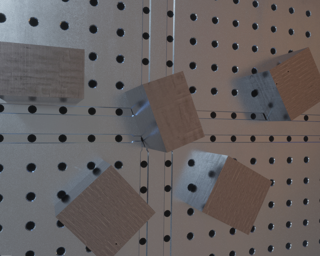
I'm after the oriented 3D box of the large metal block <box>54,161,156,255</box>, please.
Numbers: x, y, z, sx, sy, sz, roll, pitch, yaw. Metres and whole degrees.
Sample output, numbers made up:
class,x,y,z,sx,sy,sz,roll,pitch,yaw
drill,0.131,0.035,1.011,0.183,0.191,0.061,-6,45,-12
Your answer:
class,x,y,z,sx,sy,sz,roll,pitch,yaw
large metal block,-0.067,0.098,0.375,0.080,0.050,0.080,-44,104,-15

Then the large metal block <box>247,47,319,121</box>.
class,x,y,z,sx,sy,sz,roll,pitch,yaw
large metal block,0.194,-0.064,0.470,0.080,0.050,0.080,-30,100,-17

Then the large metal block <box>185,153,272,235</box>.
class,x,y,z,sx,sy,sz,roll,pitch,yaw
large metal block,0.096,0.090,0.434,0.080,0.050,0.080,30,80,-18

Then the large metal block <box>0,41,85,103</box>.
class,x,y,z,sx,sy,sz,roll,pitch,yaw
large metal block,-0.128,-0.055,0.336,0.081,0.080,0.050,1,90,-20

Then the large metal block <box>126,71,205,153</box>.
class,x,y,z,sx,sy,sz,roll,pitch,yaw
large metal block,0.003,-0.019,0.384,0.050,0.080,0.080,-22,98,-19
